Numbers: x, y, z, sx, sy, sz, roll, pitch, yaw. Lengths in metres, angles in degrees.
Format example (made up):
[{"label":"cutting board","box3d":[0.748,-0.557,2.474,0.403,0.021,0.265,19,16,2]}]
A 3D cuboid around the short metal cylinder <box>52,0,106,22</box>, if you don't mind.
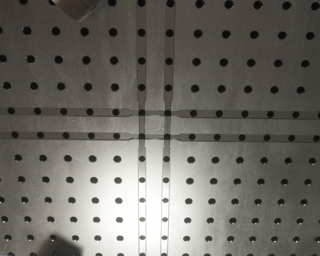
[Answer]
[{"label":"short metal cylinder","box3d":[-0.093,-0.160,0.324,0.050,0.080,0.080,-37,106,12]}]
